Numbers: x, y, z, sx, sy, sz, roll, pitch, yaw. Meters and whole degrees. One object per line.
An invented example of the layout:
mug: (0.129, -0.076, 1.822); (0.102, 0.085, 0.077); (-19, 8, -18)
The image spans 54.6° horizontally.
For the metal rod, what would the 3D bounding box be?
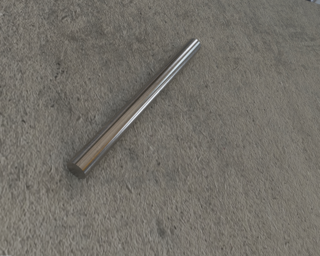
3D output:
metal rod: (-0.016, -0.046, 0.422); (0.025, 0.025, 0.301); (40, 51, -1)
